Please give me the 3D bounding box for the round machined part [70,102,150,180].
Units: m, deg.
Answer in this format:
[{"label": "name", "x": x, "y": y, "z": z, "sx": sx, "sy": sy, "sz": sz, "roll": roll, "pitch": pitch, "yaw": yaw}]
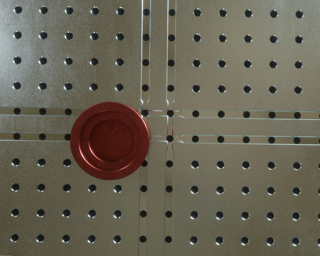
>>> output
[{"label": "round machined part", "x": -0.062, "y": 0.016, "z": 0.405, "sx": 0.099, "sy": 0.042, "sz": 0.097, "roll": 0, "pitch": 90, "yaw": 0}]
